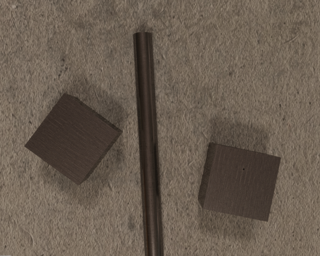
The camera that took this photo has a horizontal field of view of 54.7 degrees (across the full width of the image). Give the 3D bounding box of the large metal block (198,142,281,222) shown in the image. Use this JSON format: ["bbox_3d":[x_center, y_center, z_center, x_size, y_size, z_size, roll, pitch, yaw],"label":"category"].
[{"bbox_3d":[0.099,0.067,0.399,0.080,0.050,0.080,12,90,-1],"label":"large metal block"}]

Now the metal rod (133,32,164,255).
[{"bbox_3d":[-0.015,0.026,0.409,0.025,0.025,0.298,-3,90,-1],"label":"metal rod"}]

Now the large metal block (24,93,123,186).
[{"bbox_3d":[-0.106,0.013,0.396,0.080,0.050,0.080,36,90,-1],"label":"large metal block"}]
